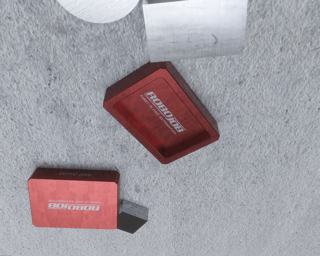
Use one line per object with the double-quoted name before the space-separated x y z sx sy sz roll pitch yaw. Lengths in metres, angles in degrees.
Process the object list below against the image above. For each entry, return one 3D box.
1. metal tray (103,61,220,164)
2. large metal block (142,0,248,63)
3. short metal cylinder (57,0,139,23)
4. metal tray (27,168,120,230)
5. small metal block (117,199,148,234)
"metal tray" 0.005 -0.016 0.389 0.090 0.030 0.130 -28 125 22
"large metal block" 0.029 -0.105 0.282 0.080 0.080 0.050 -4 130 3
"short metal cylinder" -0.053 -0.140 0.271 0.081 0.050 0.079 0 130 0
"metal tray" -0.130 0.110 0.480 0.131 0.030 0.089 3 113 -3
"small metal block" -0.055 0.155 0.538 0.050 0.025 0.050 27 125 -22
